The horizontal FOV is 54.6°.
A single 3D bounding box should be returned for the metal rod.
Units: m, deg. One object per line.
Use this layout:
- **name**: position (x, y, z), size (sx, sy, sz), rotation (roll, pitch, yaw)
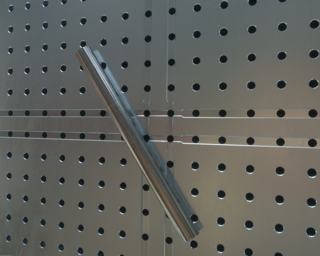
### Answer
- **metal rod**: position (-0.036, 0.015, 0.425), size (0.025, 0.025, 0.299), rotation (-34, 79, 17)
